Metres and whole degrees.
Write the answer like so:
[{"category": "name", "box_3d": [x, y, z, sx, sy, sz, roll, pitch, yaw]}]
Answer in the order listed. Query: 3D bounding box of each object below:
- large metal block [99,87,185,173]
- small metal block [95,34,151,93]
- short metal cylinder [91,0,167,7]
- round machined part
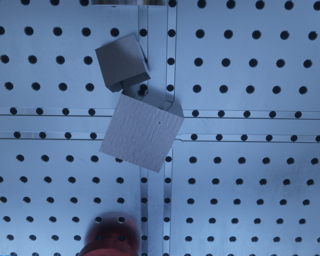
[{"category": "large metal block", "box_3d": [-0.023, 0.000, 0.400, 0.080, 0.050, 0.079, 21, 109, -8]}, {"category": "small metal block", "box_3d": [-0.044, -0.077, 0.372, 0.050, 0.025, 0.050, -20, 76, 7]}, {"category": "short metal cylinder", "box_3d": [-0.033, -0.156, 0.326, 0.081, 0.080, 0.050, 1, 110, 0]}, {"category": "round machined part", "box_3d": [-0.079, 0.211, 0.481, 0.099, 0.042, 0.097, 0, 110, 0]}]
